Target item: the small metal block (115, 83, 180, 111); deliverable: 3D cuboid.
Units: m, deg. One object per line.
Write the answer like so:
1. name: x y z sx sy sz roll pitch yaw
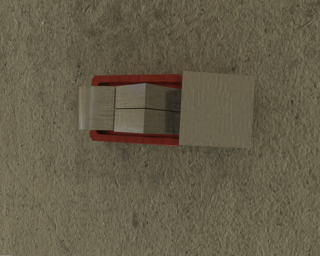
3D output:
1. small metal block: -0.014 -0.033 0.346 0.050 0.050 0.025 3 90 46

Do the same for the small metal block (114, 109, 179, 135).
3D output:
1. small metal block: -0.015 -0.007 0.346 0.050 0.050 0.025 3 90 46

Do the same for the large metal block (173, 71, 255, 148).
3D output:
1. large metal block: 0.060 -0.020 0.360 0.081 0.050 0.079 3 91 -6

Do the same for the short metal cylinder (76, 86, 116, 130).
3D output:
1. short metal cylinder: -0.063 -0.023 0.390 0.080 0.080 0.050 1 91 20

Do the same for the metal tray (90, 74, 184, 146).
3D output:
1. metal tray: -0.029 -0.025 0.417 0.130 0.030 0.089 2 91 19
